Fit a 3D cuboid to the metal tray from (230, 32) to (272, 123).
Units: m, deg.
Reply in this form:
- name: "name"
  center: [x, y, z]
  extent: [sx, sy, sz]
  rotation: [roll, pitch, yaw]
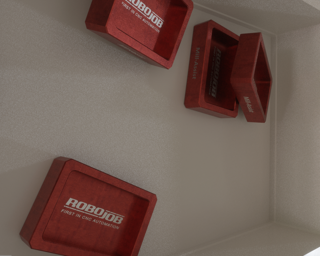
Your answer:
- name: "metal tray"
  center: [0.150, -0.076, 0.494]
  extent: [0.130, 0.030, 0.090]
  rotation: [47, 54, -52]

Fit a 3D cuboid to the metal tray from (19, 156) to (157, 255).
- name: "metal tray"
  center: [-0.071, 0.096, 0.343]
  extent: [0.130, 0.030, 0.090]
  rotation: [32, 70, -36]

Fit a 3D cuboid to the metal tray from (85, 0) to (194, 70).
- name: "metal tray"
  center: [-0.015, -0.128, 0.347]
  extent: [0.131, 0.030, 0.090]
  rotation: [14, 97, -59]

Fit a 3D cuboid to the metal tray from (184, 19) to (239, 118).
- name: "metal tray"
  center: [0.086, -0.086, 0.475]
  extent: [0.091, 0.030, 0.129]
  rotation: [13, 82, -39]
